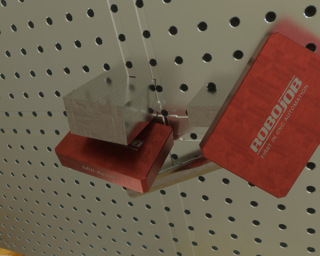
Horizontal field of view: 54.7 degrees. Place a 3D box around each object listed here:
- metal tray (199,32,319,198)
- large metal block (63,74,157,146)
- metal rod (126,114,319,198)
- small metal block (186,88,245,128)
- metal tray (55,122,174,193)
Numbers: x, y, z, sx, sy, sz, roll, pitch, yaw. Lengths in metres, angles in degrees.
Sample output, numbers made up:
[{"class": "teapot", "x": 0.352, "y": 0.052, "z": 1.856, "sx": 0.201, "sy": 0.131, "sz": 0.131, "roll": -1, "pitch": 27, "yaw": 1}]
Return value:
[{"class": "metal tray", "x": 0.108, "y": -0.011, "z": 0.295, "sx": 0.090, "sy": 0.030, "sz": 0.129, "roll": 30, "pitch": 96, "yaw": -1}, {"class": "large metal block", "x": -0.059, "y": -0.027, "z": 0.388, "sx": 0.080, "sy": 0.080, "sz": 0.050, "roll": 10, "pitch": 123, "yaw": 22}, {"class": "metal rod", "x": 0.063, "y": 0.045, "z": 0.404, "sx": 0.299, "sy": 0.025, "sz": 0.025, "roll": -27, "pitch": 104, "yaw": 37}, {"class": "small metal block", "x": 0.063, "y": -0.024, "z": 0.346, "sx": 0.050, "sy": 0.050, "sz": 0.025, "roll": 2, "pitch": 119, "yaw": 27}, {"class": "metal tray", "x": -0.058, "y": 0.024, "z": 0.409, "sx": 0.130, "sy": 0.090, "sz": 0.030, "roll": 15, "pitch": 139, "yaw": 19}]
